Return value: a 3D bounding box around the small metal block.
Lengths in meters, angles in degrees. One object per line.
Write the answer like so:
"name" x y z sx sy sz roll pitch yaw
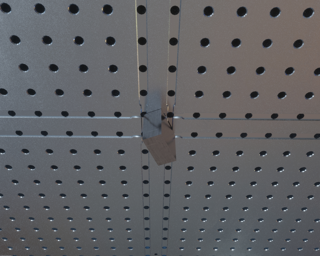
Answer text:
"small metal block" 0.000 0.012 0.405 0.025 0.050 0.050 -18 128 14
